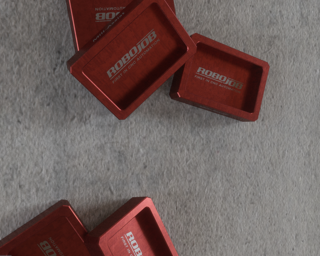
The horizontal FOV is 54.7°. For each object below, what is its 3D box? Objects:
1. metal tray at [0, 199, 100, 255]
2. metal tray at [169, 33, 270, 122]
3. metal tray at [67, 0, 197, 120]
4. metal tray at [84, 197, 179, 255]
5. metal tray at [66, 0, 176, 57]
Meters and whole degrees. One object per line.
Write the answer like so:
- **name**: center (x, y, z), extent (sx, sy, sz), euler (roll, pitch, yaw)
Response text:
- **metal tray**: center (-0.115, 0.163, 0.364), extent (0.090, 0.030, 0.130), euler (-34, 101, -17)
- **metal tray**: center (0.086, -0.068, 0.439), extent (0.131, 0.030, 0.090), euler (16, 85, -20)
- **metal tray**: center (-0.031, -0.084, 0.366), extent (0.130, 0.030, 0.090), euler (-44, 123, -1)
- **metal tray**: center (-0.024, 0.162, 0.379), extent (0.091, 0.030, 0.129), euler (-33, 102, -44)
- **metal tray**: center (-0.045, -0.139, 0.390), extent (0.131, 0.030, 0.089), euler (-11, 94, -20)
